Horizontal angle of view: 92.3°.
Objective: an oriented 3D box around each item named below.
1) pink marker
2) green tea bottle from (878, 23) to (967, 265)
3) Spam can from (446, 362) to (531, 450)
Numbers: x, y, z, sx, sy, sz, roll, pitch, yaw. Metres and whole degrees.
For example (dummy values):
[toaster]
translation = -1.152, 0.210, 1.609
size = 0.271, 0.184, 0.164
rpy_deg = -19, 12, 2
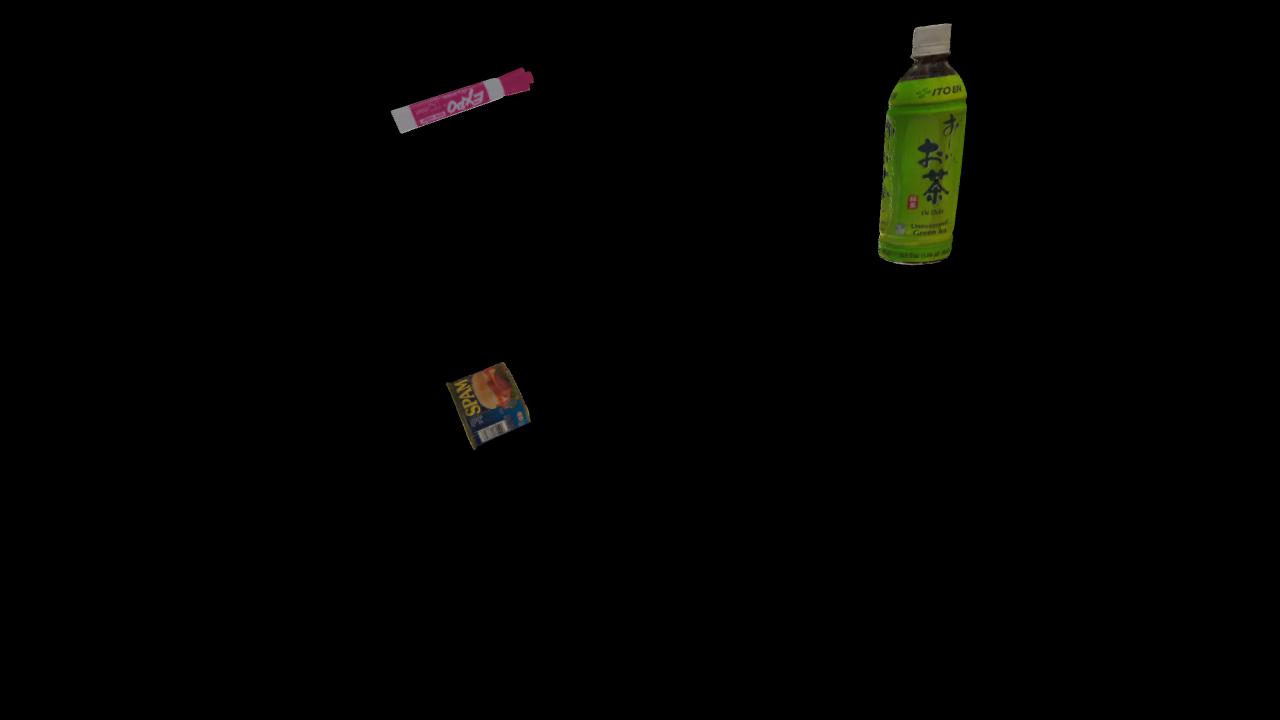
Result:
[pink marker]
translation = -0.147, -0.219, 0.517
size = 0.121, 0.020, 0.020
rpy_deg = -24, 5, -12
[green tea bottle]
translation = 0.270, -0.201, 0.589
size = 0.073, 0.212, 0.073
rpy_deg = -5, 23, 2
[Spam can]
translation = -0.206, 0.060, 0.840
size = 0.085, 0.058, 0.101
rpy_deg = -23, 50, -16
